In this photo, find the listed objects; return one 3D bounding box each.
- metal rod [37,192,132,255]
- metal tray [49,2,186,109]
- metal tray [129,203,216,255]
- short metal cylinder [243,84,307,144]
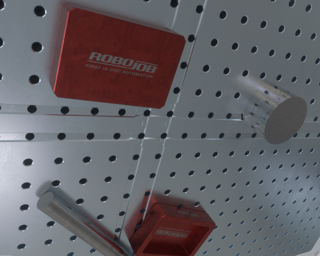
[{"bbox_3d":[-0.080,0.188,0.483,0.025,0.025,0.299,-37,129,-4],"label":"metal rod"},{"bbox_3d":[-0.045,-0.073,0.339,0.131,0.030,0.089,5,116,-31],"label":"metal tray"},{"bbox_3d":[0.024,0.182,0.534,0.131,0.030,0.090,22,107,-36],"label":"metal tray"},{"bbox_3d":[0.177,-0.022,0.479,0.081,0.050,0.079,-14,124,-21],"label":"short metal cylinder"}]
